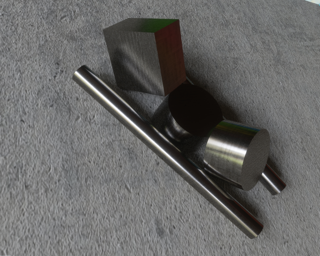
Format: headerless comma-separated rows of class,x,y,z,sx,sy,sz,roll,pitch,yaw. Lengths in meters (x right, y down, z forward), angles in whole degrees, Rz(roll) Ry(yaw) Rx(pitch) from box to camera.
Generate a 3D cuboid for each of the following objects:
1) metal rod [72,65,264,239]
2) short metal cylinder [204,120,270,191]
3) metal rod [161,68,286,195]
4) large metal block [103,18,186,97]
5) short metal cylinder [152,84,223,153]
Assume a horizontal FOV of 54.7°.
metal rod,0.010,0.030,0.391,0.300,0.025,0.025,42,51,0
short metal cylinder,0.099,0.034,0.395,0.050,0.079,0.081,17,39,37
metal rod,0.071,-0.023,0.457,0.300,0.025,0.025,48,51,6
large metal block,-0.018,-0.093,0.397,0.080,0.080,0.050,15,41,34
short metal cylinder,0.036,-0.012,0.416,0.081,0.050,0.080,14,56,-21
